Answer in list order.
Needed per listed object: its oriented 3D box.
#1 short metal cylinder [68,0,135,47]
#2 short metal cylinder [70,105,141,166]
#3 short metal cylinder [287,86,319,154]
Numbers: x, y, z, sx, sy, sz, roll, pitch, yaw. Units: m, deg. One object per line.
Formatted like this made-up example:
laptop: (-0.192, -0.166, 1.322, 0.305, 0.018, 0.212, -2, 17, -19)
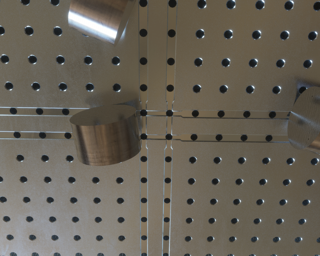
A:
short metal cylinder: (-0.058, -0.135, 0.334, 0.050, 0.080, 0.079, 22, 109, -8)
short metal cylinder: (-0.066, 0.006, 0.386, 0.080, 0.080, 0.050, -6, 110, 2)
short metal cylinder: (0.203, -0.007, 0.383, 0.050, 0.080, 0.079, 13, 110, -5)
